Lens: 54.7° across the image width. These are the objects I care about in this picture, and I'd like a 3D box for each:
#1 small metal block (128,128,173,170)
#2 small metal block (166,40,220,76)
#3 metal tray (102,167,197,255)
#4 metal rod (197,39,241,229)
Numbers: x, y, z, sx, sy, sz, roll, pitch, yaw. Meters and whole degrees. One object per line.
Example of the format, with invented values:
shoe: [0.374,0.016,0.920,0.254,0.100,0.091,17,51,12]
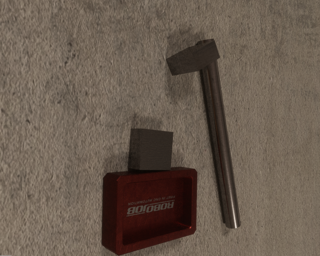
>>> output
small metal block: [-0.011,0.028,0.397,0.050,0.025,0.050,7,85,-40]
small metal block: [0.046,-0.096,0.429,0.050,0.050,0.025,-36,112,-35]
metal tray: [-0.008,0.099,0.396,0.131,0.030,0.089,2,89,-40]
metal rod: [0.094,0.014,0.486,0.025,0.025,0.298,-17,101,-39]
